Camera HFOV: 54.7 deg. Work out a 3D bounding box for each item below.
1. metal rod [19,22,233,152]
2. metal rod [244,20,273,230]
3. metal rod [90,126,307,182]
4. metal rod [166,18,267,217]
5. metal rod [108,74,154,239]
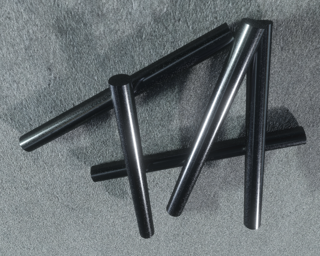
[{"bbox_3d":[-0.053,-0.039,0.373,0.300,0.025,0.025,-25,126,19],"label":"metal rod"},{"bbox_3d":[0.121,0.019,0.394,0.025,0.025,0.298,-6,121,5],"label":"metal rod"},{"bbox_3d":[0.047,0.039,0.440,0.301,0.025,0.025,-12,129,9],"label":"metal rod"},{"bbox_3d":[0.056,0.013,0.386,0.025,0.025,0.298,10,128,-9],"label":"metal rod"},{"bbox_3d":[-0.032,0.062,0.425,0.025,0.025,0.298,-3,131,2],"label":"metal rod"}]
